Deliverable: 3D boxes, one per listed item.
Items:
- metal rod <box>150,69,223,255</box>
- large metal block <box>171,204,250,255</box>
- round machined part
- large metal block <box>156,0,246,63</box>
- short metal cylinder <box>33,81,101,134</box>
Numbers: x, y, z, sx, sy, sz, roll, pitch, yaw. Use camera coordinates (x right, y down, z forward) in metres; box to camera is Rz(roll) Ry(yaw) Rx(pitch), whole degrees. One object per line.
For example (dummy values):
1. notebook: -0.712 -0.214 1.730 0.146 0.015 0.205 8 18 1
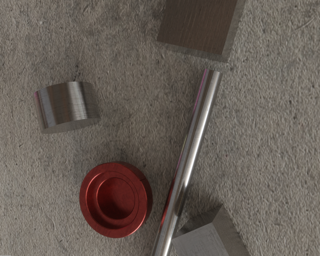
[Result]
1. metal rod: 0.026 0.073 0.399 0.025 0.025 0.298 17 96 19
2. large metal block: 0.064 0.143 0.357 0.050 0.080 0.080 -30 81 17
3. round machined part: -0.055 0.093 0.418 0.098 0.042 0.097 0 90 19
4. large metal block: 0.051 -0.131 0.377 0.080 0.050 0.080 17 96 18
5. short metal cylinder: -0.126 -0.026 0.423 0.080 0.080 0.050 -16 85 19
